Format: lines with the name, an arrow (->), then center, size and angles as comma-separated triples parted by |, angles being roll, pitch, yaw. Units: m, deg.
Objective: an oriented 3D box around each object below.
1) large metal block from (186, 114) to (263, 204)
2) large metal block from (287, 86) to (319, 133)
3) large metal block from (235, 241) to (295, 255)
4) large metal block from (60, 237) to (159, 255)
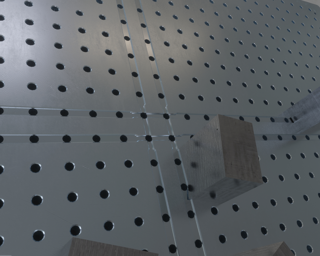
large metal block -> 0.076, 0.041, 0.388 | 0.050, 0.080, 0.080 | 13, 56, -21
large metal block -> 0.292, -0.036, 0.551 | 0.081, 0.080, 0.050 | -10, 67, -32
large metal block -> 0.097, 0.170, 0.321 | 0.081, 0.080, 0.050 | -29, 78, -37
large metal block -> -0.052, 0.149, 0.273 | 0.080, 0.050, 0.080 | 19, 55, -18
